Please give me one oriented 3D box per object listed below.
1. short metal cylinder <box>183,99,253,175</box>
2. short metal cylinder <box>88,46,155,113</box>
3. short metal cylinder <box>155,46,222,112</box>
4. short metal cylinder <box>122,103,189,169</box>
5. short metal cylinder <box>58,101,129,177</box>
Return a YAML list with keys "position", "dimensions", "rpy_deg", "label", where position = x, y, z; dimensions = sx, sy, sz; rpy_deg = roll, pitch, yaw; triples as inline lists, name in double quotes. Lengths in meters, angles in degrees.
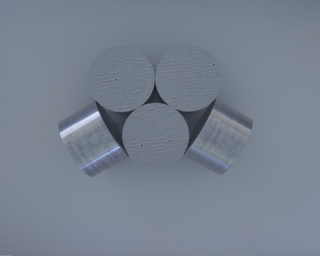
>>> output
- position: [0.070, 0.011, 0.382]
  dimensions: [0.050, 0.080, 0.080]
  rpy_deg: [30, 90, 0]
  label: "short metal cylinder"
- position: [-0.046, -0.059, 0.397]
  dimensions: [0.081, 0.050, 0.080]
  rpy_deg: [0, 90, 0]
  label: "short metal cylinder"
- position: [0.034, -0.060, 0.397]
  dimensions: [0.081, 0.050, 0.080]
  rpy_deg: [0, 90, 0]
  label: "short metal cylinder"
- position: [-0.005, 0.009, 0.397]
  dimensions: [0.081, 0.050, 0.080]
  rpy_deg: [0, 90, 0]
  label: "short metal cylinder"
- position: [-0.079, 0.013, 0.382]
  dimensions: [0.050, 0.080, 0.080]
  rpy_deg: [-30, 90, 0]
  label: "short metal cylinder"
